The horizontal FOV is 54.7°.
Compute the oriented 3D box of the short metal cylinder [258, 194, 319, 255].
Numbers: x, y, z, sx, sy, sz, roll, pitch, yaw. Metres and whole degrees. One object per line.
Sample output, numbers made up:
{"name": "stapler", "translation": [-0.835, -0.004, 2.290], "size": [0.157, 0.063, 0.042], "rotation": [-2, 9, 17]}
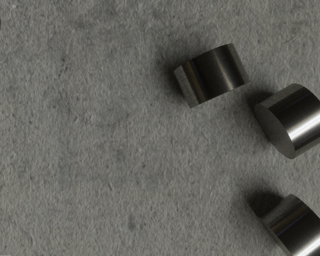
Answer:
{"name": "short metal cylinder", "translation": [0.170, 0.130, 0.385], "size": [0.050, 0.080, 0.080], "rotation": [-37, 90, 0]}

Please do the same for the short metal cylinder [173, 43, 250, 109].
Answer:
{"name": "short metal cylinder", "translation": [0.064, -0.063, 0.383], "size": [0.080, 0.080, 0.050], "rotation": [-24, 90, 0]}

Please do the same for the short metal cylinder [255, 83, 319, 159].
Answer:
{"name": "short metal cylinder", "translation": [0.163, -0.008, 0.385], "size": [0.050, 0.080, 0.080], "rotation": [-31, 90, 0]}
